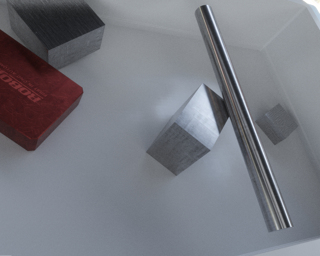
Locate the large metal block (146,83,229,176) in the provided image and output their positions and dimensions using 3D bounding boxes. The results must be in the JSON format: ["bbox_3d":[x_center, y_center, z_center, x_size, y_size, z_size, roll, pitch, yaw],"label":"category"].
[{"bbox_3d":[0.037,0.003,0.390,0.050,0.080,0.080,39,51,-3],"label":"large metal block"}]

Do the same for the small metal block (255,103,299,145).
[{"bbox_3d":[0.196,-0.007,0.518,0.050,0.025,0.050,-31,79,-38],"label":"small metal block"}]

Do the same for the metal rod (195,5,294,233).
[{"bbox_3d":[0.091,-0.031,0.372,0.025,0.025,0.299,1,62,-28],"label":"metal rod"}]

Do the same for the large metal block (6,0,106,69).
[{"bbox_3d":[-0.129,-0.128,0.390,0.080,0.050,0.080,-37,83,-29],"label":"large metal block"}]

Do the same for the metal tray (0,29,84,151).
[{"bbox_3d":[-0.165,-0.046,0.342,0.130,0.030,0.090,36,51,-5],"label":"metal tray"}]
